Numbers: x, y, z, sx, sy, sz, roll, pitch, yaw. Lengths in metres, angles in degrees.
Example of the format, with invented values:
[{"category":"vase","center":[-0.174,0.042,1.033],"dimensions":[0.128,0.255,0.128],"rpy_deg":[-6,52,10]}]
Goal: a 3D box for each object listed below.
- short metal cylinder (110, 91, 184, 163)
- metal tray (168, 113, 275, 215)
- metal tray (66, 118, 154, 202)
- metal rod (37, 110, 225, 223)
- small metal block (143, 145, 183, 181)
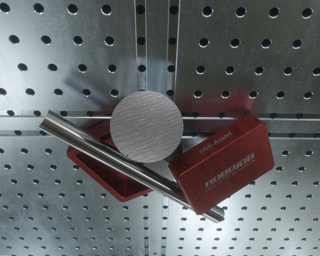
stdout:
[{"category":"short metal cylinder","center":[-0.017,0.001,0.363],"dimensions":[0.081,0.080,0.050],"rpy_deg":[6,172,-6]},{"category":"metal tray","center":[0.085,0.050,0.413],"dimensions":[0.131,0.030,0.090],"rpy_deg":[-31,128,-6]},{"category":"metal tray","center":[-0.055,0.049,0.444],"dimensions":[0.090,0.030,0.130],"rpy_deg":[-25,126,20]},{"category":"metal rod","center":[-0.021,0.063,0.421],"dimensions":[0.301,0.025,0.025],"rpy_deg":[33,123,-26]},{"category":"small metal block","center":[0.005,0.036,0.421],"dimensions":[0.050,0.050,0.025],"rpy_deg":[33,123,-25]}]
